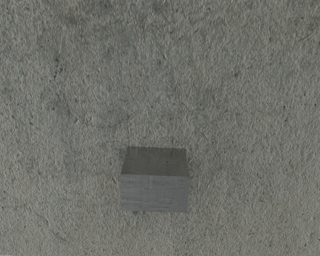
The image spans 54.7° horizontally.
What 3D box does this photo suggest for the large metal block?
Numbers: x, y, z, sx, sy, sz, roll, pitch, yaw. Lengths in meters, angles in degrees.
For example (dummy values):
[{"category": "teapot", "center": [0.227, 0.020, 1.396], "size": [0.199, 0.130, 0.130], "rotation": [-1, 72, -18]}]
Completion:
[{"category": "large metal block", "center": [-0.006, 0.064, 0.404], "size": [0.081, 0.080, 0.050], "rotation": [2, 110, -1]}]
